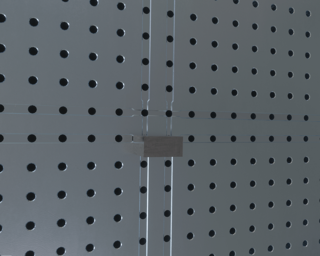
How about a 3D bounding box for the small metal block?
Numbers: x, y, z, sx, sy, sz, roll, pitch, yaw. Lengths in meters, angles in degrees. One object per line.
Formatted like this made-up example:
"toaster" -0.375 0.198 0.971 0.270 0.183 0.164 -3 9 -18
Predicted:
"small metal block" -0.004 0.022 0.398 0.050 0.050 0.025 1 90 -20
